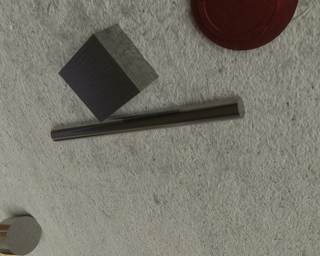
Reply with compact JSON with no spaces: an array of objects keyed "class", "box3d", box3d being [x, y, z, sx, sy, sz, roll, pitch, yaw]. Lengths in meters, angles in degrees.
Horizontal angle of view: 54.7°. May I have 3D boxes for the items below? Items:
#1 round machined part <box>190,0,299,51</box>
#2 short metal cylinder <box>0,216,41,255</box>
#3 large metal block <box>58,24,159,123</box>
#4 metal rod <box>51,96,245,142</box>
[{"class":"round machined part","box3d":[0.074,-0.119,0.283,0.098,0.042,0.097,13,124,20]},{"class":"short metal cylinder","box3d":[-0.311,0.235,0.677,0.050,0.080,0.080,-13,112,33]},{"class":"large metal block","box3d":[-0.063,-0.066,0.382,0.080,0.050,0.080,-32,101,38]},{"class":"metal rod","box3d":[-0.037,-0.006,0.420,0.300,0.025,0.025,-7,115,31]}]
